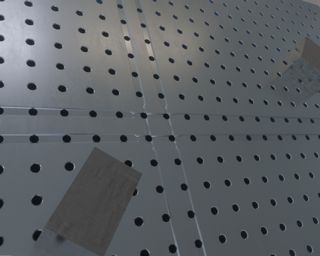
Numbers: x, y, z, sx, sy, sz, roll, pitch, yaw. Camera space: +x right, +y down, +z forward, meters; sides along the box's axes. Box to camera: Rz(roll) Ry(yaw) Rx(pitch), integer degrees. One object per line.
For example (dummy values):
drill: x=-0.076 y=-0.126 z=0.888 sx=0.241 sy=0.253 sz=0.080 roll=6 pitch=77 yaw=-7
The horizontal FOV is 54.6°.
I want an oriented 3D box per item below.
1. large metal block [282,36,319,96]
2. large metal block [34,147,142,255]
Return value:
large metal block: x=0.306 y=-0.127 z=0.633 sx=0.080 sy=0.050 sz=0.080 roll=35 pitch=51 yaw=-5
large metal block: x=-0.068 y=0.077 z=0.289 sx=0.050 sy=0.080 sz=0.080 roll=32 pitch=52 yaw=-8
